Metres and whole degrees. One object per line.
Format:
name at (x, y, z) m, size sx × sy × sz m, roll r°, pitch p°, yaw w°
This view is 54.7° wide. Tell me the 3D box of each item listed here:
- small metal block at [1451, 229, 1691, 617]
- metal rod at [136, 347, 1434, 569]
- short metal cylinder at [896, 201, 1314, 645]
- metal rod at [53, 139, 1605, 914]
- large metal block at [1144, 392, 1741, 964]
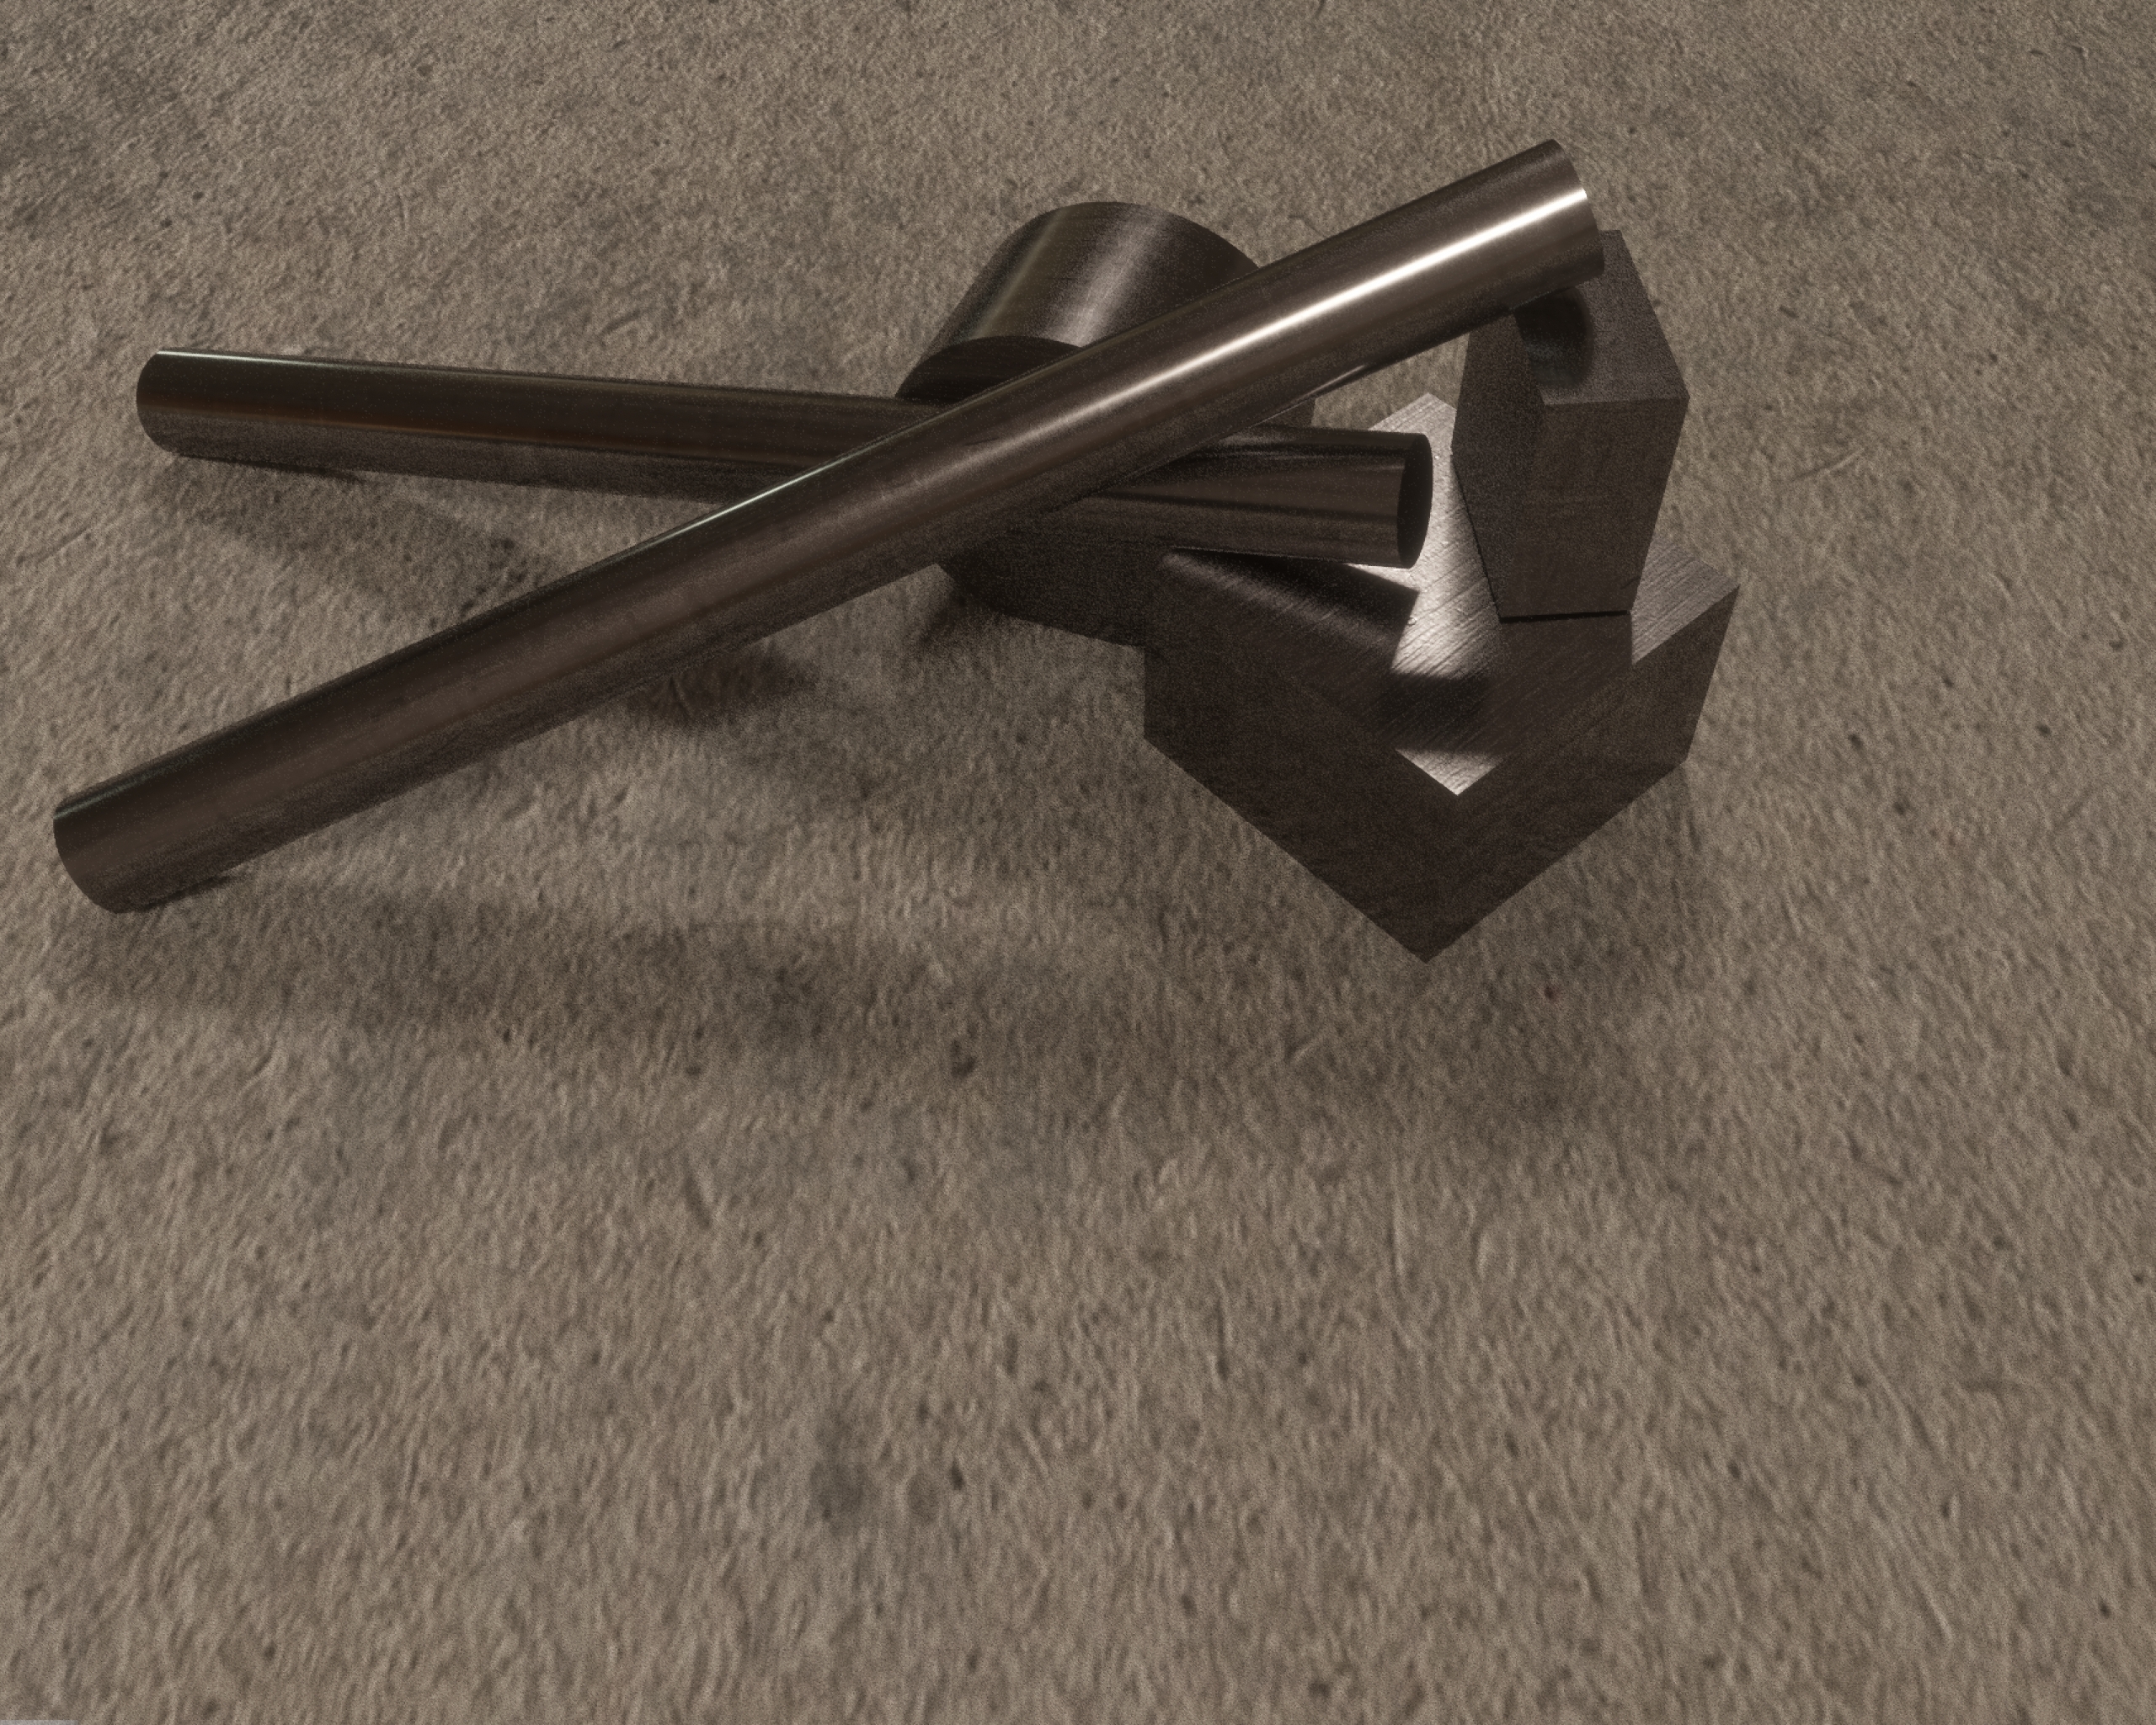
small metal block at (0.090, -0.082, 0.390) m, size 0.025 × 0.050 × 0.050 m, roll -4°, pitch 51°, yaw -3°
metal rod at (-0.076, -0.088, 0.441) m, size 0.301 × 0.025 × 0.025 m, roll 9°, pitch 50°, yaw 22°
short metal cylinder at (0.005, -0.093, 0.449) m, size 0.080 × 0.080 × 0.050 m, roll 16°, pitch 52°, yaw 13°
metal rod at (-0.051, -0.058, 0.384) m, size 0.301 × 0.025 × 0.025 m, roll -22°, pitch 51°, yaw 8°
large metal block at (0.070, -0.039, 0.421) m, size 0.080 × 0.050 × 0.080 m, roll -35°, pitch 58°, yaw -25°
